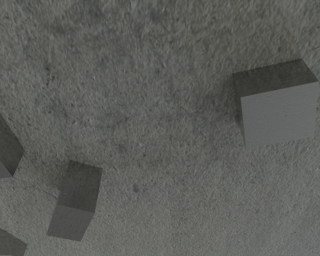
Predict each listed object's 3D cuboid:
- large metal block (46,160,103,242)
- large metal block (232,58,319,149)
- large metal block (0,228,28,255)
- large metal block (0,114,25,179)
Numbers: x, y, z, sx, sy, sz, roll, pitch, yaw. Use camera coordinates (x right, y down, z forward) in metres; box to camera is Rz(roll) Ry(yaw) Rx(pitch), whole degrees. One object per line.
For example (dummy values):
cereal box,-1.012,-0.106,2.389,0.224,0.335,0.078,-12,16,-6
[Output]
large metal block,-0.126,0.109,0.462,0.050,0.080,0.079,18,128,-15
large metal block,0.135,-0.027,0.370,0.080,0.050,0.080,-11,130,9
large metal block,-0.319,0.237,0.588,0.080,0.050,0.080,-23,127,18
large metal block,-0.242,0.025,0.408,0.080,0.050,0.080,-9,130,6
